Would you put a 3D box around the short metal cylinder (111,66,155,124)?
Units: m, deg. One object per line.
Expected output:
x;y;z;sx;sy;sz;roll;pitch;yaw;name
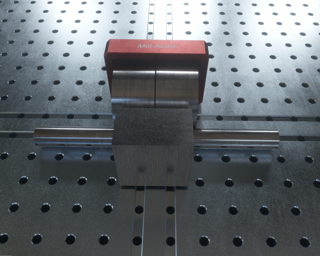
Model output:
-0.031;-0.040;0.401;0.050;0.080;0.080;1;50;0;short metal cylinder

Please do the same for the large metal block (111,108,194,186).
-0.006;0.023;0.347;0.081;0.080;0.050;1;50;0;large metal block

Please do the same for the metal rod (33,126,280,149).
-0.004;0.012;0.392;0.302;0.025;0.025;1;50;0;metal rod

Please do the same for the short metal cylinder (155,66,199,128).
0.021;-0.039;0.401;0.050;0.080;0.080;1;50;1;short metal cylinder

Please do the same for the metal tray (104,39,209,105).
-0.004;-0.074;0.423;0.131;0.089;0.030;1;50;0;metal tray
